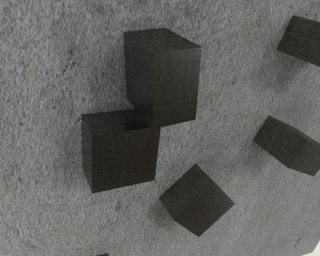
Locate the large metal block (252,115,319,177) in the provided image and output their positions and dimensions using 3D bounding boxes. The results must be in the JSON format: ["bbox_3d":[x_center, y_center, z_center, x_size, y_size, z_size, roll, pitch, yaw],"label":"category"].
[{"bbox_3d":[0.215,0.029,0.507,0.081,0.080,0.050,18,109,-35],"label":"large metal block"}]

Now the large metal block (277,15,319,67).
[{"bbox_3d":[0.227,-0.111,0.426,0.081,0.080,0.050,7,115,-32],"label":"large metal block"}]

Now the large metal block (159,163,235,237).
[{"bbox_3d":[0.060,0.116,0.495,0.080,0.050,0.080,-44,129,2],"label":"large metal block"}]

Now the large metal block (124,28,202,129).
[{"bbox_3d":[-0.001,-0.057,0.336,0.050,0.080,0.079,-13,124,-21],"label":"large metal block"}]

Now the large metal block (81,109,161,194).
[{"bbox_3d":[-0.050,0.026,0.379,0.081,0.050,0.079,-8,122,-24],"label":"large metal block"}]

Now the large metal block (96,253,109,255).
[{"bbox_3d":[-0.118,0.250,0.481,0.081,0.050,0.079,-1,119,-28],"label":"large metal block"}]
